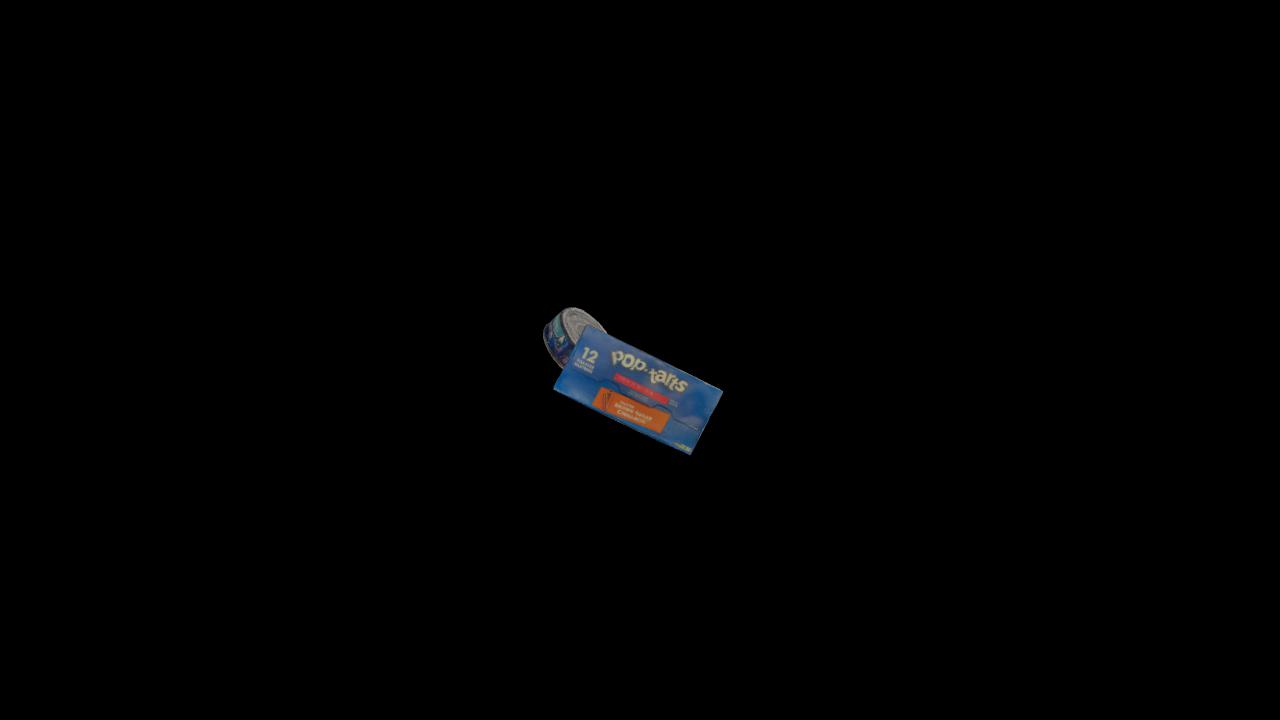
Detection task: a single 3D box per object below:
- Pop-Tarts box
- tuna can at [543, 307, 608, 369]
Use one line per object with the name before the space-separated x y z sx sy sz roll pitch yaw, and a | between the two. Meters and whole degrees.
Pop-Tarts box | -0.008 0.034 0.723 0.167 0.083 0.141 26 -4 -5
tuna can | -0.068 -0.019 0.702 0.034 0.084 0.084 -40 -20 26
